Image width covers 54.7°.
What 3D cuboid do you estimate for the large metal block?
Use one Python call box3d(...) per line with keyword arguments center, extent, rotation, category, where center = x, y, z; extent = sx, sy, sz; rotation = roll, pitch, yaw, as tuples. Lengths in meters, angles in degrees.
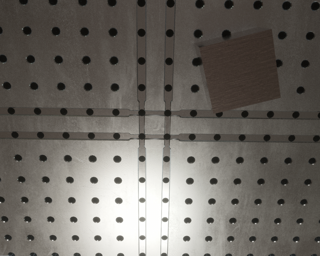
box3d(center=(0.092, -0.071, 0.375), extent=(0.080, 0.050, 0.080), rotation=(-14, 110, 4), category="large metal block")
